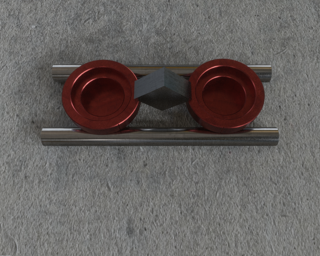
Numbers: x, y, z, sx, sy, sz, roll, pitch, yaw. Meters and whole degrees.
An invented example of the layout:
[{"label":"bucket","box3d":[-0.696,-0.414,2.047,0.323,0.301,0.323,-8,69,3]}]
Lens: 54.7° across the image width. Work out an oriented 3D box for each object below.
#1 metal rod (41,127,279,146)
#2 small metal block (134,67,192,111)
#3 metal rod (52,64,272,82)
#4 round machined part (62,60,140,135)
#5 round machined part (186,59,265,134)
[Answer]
[{"label":"metal rod","box3d":[0.000,0.011,0.405,0.302,0.025,0.025,0,70,0]},{"label":"small metal block","box3d":[0.004,-0.047,0.385,0.050,0.050,0.025,-18,63,40]},{"label":"metal rod","box3d":[0.003,-0.077,0.437,0.302,0.025,0.025,0,70,0]},{"label":"round machined part","box3d":[-0.074,-0.037,0.409,0.099,0.042,0.098,0,70,0]},{"label":"round machined part","box3d":[0.083,-0.039,0.409,0.099,0.042,0.098,0,70,0]}]
